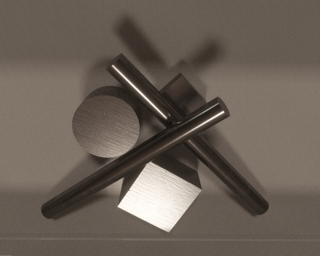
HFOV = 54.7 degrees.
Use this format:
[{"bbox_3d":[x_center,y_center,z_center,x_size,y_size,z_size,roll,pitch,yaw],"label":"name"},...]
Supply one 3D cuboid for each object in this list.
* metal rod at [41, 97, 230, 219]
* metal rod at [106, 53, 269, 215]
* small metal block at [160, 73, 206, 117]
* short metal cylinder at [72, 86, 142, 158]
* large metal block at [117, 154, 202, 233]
[{"bbox_3d":[-0.048,0.049,0.393,0.300,0.025,0.025,-32,108,24],"label":"metal rod"},{"bbox_3d":[0.049,0.022,0.398,0.025,0.025,0.300,-41,114,13],"label":"metal rod"},{"bbox_3d":[0.025,-0.035,0.399,0.050,0.025,0.050,-41,106,13],"label":"small metal block"},{"bbox_3d":[-0.065,-0.009,0.394,0.081,0.050,0.079,0,110,-1],"label":"short metal cylinder"},{"bbox_3d":[-0.001,0.084,0.429,0.080,0.050,0.080,30,107,-11],"label":"large metal block"}]
